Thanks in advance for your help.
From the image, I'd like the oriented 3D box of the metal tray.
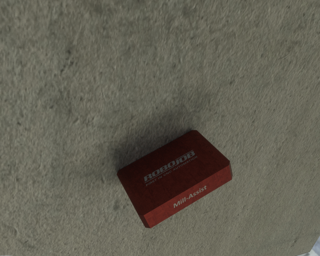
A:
[{"bbox_3d":[0.018,0.063,0.414,0.131,0.090,0.030,-28,128,-11],"label":"metal tray"}]
